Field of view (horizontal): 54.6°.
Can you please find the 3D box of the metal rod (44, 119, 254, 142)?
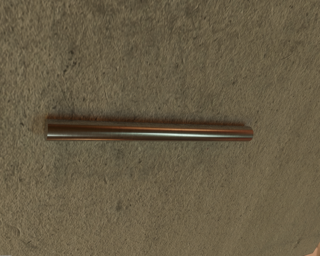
[{"bbox_3d":[0.006,0.006,0.414,0.302,0.025,0.025,2,118,-29],"label":"metal rod"}]
